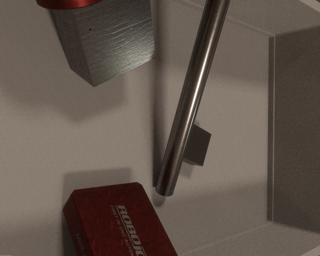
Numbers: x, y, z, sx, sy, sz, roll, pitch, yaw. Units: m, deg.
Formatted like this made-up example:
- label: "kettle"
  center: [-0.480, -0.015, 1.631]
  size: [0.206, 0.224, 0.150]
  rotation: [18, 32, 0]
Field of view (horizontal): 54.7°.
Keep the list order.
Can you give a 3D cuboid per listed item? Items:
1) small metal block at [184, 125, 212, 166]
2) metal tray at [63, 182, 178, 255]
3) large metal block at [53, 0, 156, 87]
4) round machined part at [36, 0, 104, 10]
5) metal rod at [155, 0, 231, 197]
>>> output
- label: "small metal block"
  center: [0.043, 0.023, 0.445]
  size: [0.050, 0.025, 0.050]
  rotation: [28, 73, -37]
- label: "metal tray"
  center: [-0.036, 0.121, 0.321]
  size: [0.091, 0.030, 0.130]
  rotation: [1, 45, -40]
- label: "large metal block"
  center: [-0.055, -0.101, 0.317]
  size: [0.081, 0.050, 0.080]
  rotation: [-32, 139, -26]
- label: "round machined part"
  center: [-0.079, -0.136, 0.268]
  size: [0.099, 0.098, 0.042]
  rotation: [-41, 143, -33]
- label: "metal rod"
  center: [0.040, -0.051, 0.365]
  size: [0.025, 0.025, 0.298]
  rotation: [-4, 117, -40]
